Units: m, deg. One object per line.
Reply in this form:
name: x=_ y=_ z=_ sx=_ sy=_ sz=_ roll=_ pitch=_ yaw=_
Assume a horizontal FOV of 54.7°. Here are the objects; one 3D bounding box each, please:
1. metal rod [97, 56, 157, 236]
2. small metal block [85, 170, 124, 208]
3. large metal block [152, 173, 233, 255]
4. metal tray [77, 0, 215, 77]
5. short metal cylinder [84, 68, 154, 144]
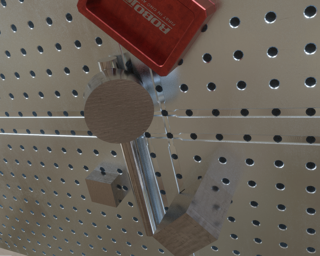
metal rod: x=-0.041 y=0.044 z=0.457 sx=0.025 sy=0.025 sz=0.298 roll=3 pitch=120 yaw=26
small metal block: x=-0.093 y=0.102 z=0.521 sx=0.050 sy=0.025 sz=0.050 roll=6 pitch=121 yaw=24
large metal block: x=0.046 y=0.121 z=0.425 sx=0.050 sy=0.080 sz=0.080 roll=42 pitch=129 yaw=-1
metal tray: x=-0.019 y=-0.130 z=0.336 sx=0.130 sy=0.030 sz=0.089 roll=39 pitch=129 yaw=1
short metal cylinder: x=-0.052 y=-0.028 z=0.379 sx=0.081 sy=0.050 sz=0.079 roll=-6 pitch=115 yaw=-13
